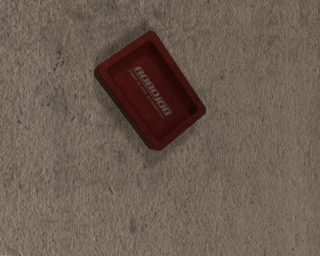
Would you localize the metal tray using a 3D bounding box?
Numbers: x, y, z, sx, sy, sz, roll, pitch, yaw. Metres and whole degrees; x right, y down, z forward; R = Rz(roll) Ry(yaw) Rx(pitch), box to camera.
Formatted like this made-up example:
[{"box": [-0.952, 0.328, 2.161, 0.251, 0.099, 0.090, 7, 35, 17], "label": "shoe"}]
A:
[{"box": [-0.011, -0.047, 0.403, 0.090, 0.030, 0.130, -39, 103, -16], "label": "metal tray"}]
